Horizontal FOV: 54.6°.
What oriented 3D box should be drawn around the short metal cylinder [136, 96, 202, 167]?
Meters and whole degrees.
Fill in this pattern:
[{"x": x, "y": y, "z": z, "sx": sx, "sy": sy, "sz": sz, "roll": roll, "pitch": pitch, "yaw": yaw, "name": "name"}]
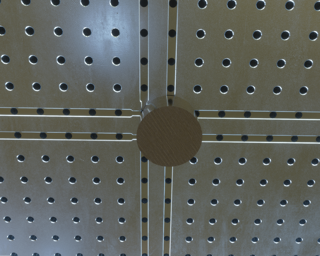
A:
[{"x": 0.012, "y": 0.003, "z": 0.401, "sx": 0.080, "sy": 0.050, "sz": 0.079, "roll": 0, "pitch": 110, "yaw": 0, "name": "short metal cylinder"}]
